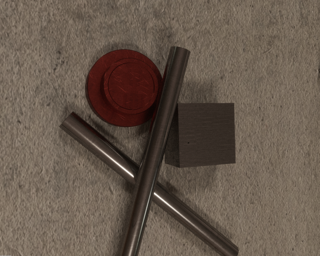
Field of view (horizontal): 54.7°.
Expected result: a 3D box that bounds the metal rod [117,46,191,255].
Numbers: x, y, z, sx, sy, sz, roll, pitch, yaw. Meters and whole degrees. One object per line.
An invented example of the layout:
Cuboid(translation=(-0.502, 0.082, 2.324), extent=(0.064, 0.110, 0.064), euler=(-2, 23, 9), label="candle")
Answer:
Cuboid(translation=(-0.012, 0.049, 0.376), extent=(0.025, 0.025, 0.298), euler=(15, 89, -20), label="metal rod")

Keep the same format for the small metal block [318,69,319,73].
Cuboid(translation=(0.304, -0.091, 0.524), extent=(0.050, 0.025, 0.050), euler=(-34, 101, -17), label="small metal block")

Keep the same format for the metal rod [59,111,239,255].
Cuboid(translation=(-0.004, 0.085, 0.408), extent=(0.300, 0.025, 0.025), euler=(42, 77, -16), label="metal rod")

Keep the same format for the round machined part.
Cuboid(translation=(-0.040, -0.050, 0.386), extent=(0.099, 0.042, 0.097), euler=(0, 90, -20), label="round machined part")

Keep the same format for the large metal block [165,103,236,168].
Cuboid(translation=(0.052, 0.008, 0.416), extent=(0.081, 0.050, 0.079), euler=(-2, 91, -21), label="large metal block")
